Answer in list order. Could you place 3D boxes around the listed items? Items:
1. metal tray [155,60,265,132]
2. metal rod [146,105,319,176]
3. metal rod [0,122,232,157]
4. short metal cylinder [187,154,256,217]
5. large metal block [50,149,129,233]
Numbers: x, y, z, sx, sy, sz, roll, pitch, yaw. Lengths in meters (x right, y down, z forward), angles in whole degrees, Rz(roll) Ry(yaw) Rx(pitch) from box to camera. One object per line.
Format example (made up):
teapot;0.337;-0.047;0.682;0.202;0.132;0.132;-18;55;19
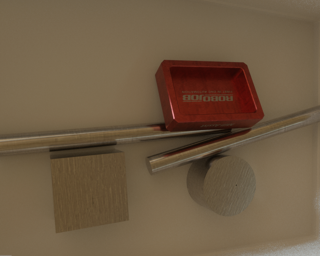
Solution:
metal tray;0.066;-0.044;0.415;0.131;0.030;0.090;-3;67;-20
metal rod;0.125;0.011;0.441;0.302;0.025;0.025;-15;96;-17
metal rod;-0.044;0.008;0.394;0.303;0.025;0.025;-5;92;-20
short metal cylinder;0.084;0.076;0.430;0.081;0.050;0.079;0;90;-21
large metal block;-0.085;0.070;0.367;0.081;0.050;0.079;-4;92;-20
